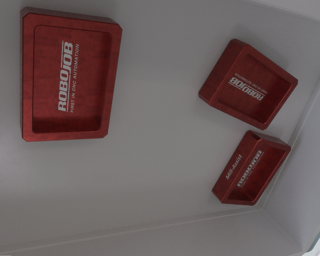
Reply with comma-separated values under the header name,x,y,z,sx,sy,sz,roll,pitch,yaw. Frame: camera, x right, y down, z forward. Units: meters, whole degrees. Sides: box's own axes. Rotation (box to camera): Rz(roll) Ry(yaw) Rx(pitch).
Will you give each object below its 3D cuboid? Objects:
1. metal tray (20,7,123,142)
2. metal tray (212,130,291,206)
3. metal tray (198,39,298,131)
name,x,y,z,sx,sy,sz,roll,pitch,yaw
metal tray,-0.095,-0.050,0.322,0.091,0.030,0.129,-2,119,-28
metal tray,0.158,0.073,0.536,0.091,0.030,0.129,14,111,-34
metal tray,0.128,-0.056,0.439,0.131,0.030,0.090,20,108,-36
